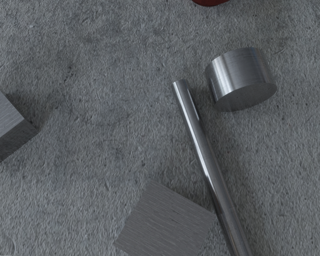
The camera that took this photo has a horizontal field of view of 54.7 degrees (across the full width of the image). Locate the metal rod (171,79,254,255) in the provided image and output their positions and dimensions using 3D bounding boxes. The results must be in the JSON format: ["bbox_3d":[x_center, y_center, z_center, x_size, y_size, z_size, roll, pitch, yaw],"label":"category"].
[{"bbox_3d":[0.071,0.073,0.382,0.025,0.025,0.299,-16,71,-6],"label":"metal rod"}]

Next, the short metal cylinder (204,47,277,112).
[{"bbox_3d":[0.103,-0.060,0.402,0.081,0.080,0.050,-11,71,-5],"label":"short metal cylinder"}]

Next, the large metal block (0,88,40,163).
[{"bbox_3d":[-0.219,-0.004,0.394,0.080,0.050,0.080,-42,76,-14],"label":"large metal block"}]

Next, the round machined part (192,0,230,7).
[{"bbox_3d":[0.077,-0.231,0.484,0.099,0.042,0.098,0,70,-1],"label":"round machined part"}]

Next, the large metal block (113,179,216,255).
[{"bbox_3d":[0.006,0.117,0.352,0.080,0.050,0.080,28,72,9],"label":"large metal block"}]
